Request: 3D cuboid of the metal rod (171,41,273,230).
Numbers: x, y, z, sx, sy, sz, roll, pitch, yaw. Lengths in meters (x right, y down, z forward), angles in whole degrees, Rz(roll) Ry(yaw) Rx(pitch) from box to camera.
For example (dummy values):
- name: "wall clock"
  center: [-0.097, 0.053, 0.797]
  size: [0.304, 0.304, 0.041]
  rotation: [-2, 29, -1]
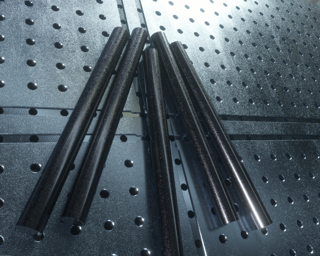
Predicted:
- name: "metal rod"
  center: [0.079, -0.002, 0.451]
  size: [0.025, 0.025, 0.299]
  rotation: [-10, 67, -32]

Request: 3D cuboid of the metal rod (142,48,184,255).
- name: "metal rod"
  center: [0.000, 0.018, 0.397]
  size: [0.025, 0.025, 0.299]
  rotation: [8, 58, -24]

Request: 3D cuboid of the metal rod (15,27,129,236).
- name: "metal rod"
  center: [-0.089, -0.023, 0.373]
  size: [0.025, 0.025, 0.300]
  rotation: [25, 53, -13]

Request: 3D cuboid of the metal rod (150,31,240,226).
- name: "metal rod"
  center: [0.041, -0.014, 0.438]
  size: [0.025, 0.025, 0.299]
  rotation: [-5, 64, -30]

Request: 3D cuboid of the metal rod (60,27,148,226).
- name: "metal rod"
  center: [-0.059, -0.027, 0.393]
  size: [0.025, 0.025, 0.300]
  rotation: [23, 53, -14]
